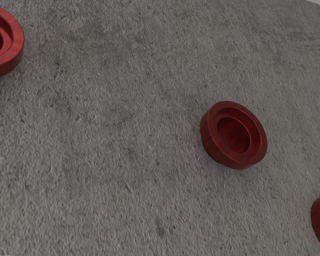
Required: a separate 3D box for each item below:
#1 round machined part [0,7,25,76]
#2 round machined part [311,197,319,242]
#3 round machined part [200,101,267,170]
[{"bbox_3d":[-0.203,-0.091,0.339,0.099,0.042,0.098,14,56,-21],"label":"round machined part"},{"bbox_3d":[0.275,0.142,0.454,0.099,0.042,0.098,14,56,-21],"label":"round machined part"},{"bbox_3d":[0.098,0.014,0.437,0.099,0.042,0.098,14,56,-21],"label":"round machined part"}]
